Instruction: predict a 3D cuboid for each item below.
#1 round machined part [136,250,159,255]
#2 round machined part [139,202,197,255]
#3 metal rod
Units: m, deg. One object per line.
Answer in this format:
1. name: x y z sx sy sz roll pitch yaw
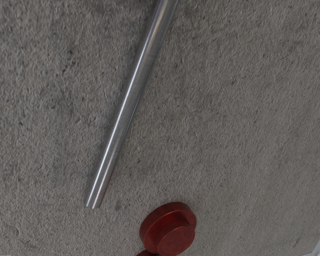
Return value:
1. round machined part: -0.011 0.262 0.552 0.099 0.042 0.097 -14 124 -21
2. round machined part: 0.019 0.175 0.514 0.099 0.042 0.097 -14 124 -21
3. metal rod: -0.037 -0.029 0.368 0.025 0.025 0.298 9 114 -33
